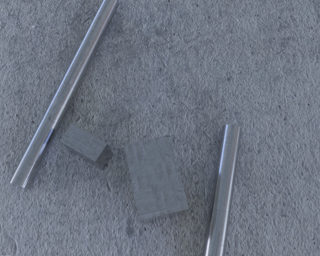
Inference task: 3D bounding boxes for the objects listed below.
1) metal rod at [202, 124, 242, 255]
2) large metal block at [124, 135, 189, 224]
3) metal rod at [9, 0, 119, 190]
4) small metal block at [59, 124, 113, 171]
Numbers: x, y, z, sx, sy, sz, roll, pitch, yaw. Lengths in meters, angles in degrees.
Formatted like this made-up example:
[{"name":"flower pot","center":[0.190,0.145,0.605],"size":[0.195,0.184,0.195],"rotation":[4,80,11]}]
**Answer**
[{"name":"metal rod","center":[0.063,0.138,0.358],"size":[0.025,0.025,0.299],"rotation":[12,70,4]},{"name":"large metal block","center":[-0.005,0.062,0.356],"size":[0.050,0.080,0.080],"rotation":[-12,71,-5]},{"name":"metal rod","center":[-0.124,-0.062,0.429],"size":[0.025,0.025,0.300],"rotation":[18,71,6]},{"name":"small metal block","center":[-0.089,0.025,0.385],"size":[0.050,0.050,0.025],"rotation":[28,73,9]}]
